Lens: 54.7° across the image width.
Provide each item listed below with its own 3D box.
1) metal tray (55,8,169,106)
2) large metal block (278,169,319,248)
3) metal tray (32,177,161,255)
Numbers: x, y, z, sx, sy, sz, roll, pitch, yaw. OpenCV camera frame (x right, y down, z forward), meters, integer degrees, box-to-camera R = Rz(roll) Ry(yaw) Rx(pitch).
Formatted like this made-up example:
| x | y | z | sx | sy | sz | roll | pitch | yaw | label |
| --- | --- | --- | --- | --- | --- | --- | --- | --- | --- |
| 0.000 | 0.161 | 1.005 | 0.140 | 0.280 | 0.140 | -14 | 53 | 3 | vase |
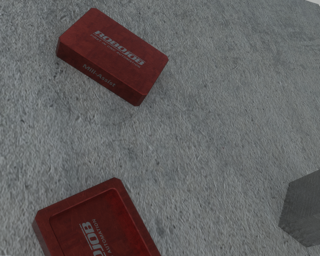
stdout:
| x | y | z | sx | sy | sz | roll | pitch | yaw | label |
| --- | --- | --- | --- | --- | --- | --- | --- | --- | --- |
| -0.062 | -0.099 | 0.428 | 0.130 | 0.030 | 0.090 | 33 | 51 | -7 | metal tray |
| 0.217 | 0.106 | 0.420 | 0.050 | 0.080 | 0.080 | 38 | 51 | -3 | large metal block |
| -0.052 | 0.123 | 0.296 | 0.091 | 0.030 | 0.130 | -20 | 73 | -36 | metal tray |
